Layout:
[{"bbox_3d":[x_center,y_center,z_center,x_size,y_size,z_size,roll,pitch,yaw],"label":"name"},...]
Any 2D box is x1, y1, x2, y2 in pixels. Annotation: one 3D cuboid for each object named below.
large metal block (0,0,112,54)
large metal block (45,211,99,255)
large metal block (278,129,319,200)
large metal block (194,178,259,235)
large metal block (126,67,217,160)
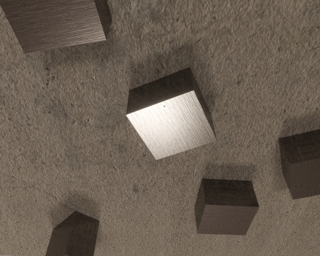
[{"bbox_3d":[-0.097,-0.122,0.285,0.080,0.050,0.080,-8,130,6],"label":"large metal block"},{"bbox_3d":[-0.156,0.207,0.545,0.050,0.080,0.080,34,122,-26],"label":"large metal block"},{"bbox_3d":[0.219,0.050,0.437,0.080,0.050,0.080,-14,129,11],"label":"large metal block"},{"bbox_3d":[0.104,0.129,0.502,0.081,0.050,0.079,3,130,-3],"label":"large metal block"},{"bbox_3d":[0.015,-0.016,0.378,0.080,0.050,0.080,-19,128,15],"label":"large metal block"}]
